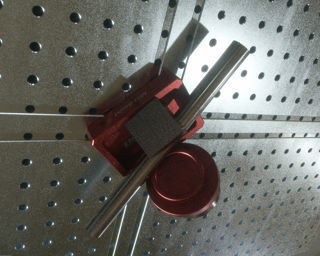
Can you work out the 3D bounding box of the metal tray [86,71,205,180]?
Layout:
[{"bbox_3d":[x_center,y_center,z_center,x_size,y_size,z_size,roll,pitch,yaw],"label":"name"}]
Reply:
[{"bbox_3d":[-0.015,-0.001,0.400,0.130,0.030,0.090,-37,130,-4],"label":"metal tray"}]

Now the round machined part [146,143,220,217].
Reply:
[{"bbox_3d":[0.027,0.065,0.407,0.098,0.098,0.042,-39,152,-2],"label":"round machined part"}]

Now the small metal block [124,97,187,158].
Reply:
[{"bbox_3d":[-0.005,0.000,0.366,0.050,0.050,0.025,-40,168,11],"label":"small metal block"}]

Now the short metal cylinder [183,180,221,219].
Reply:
[{"bbox_3d":[0.041,0.083,0.450,0.080,0.080,0.050,-37,130,-4],"label":"short metal cylinder"}]

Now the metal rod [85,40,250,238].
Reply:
[{"bbox_3d":[0.004,0.020,0.388,0.025,0.025,0.299,32,100,-39],"label":"metal rod"}]
